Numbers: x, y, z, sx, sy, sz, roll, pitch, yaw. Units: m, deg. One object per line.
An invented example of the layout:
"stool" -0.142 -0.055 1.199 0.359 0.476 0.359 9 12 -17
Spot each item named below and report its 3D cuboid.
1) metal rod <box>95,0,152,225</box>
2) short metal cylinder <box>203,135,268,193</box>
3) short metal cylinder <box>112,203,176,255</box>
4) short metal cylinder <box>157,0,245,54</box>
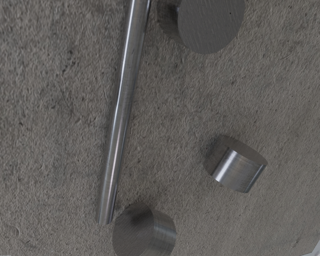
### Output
"metal rod" -0.050 -0.001 0.378 0.025 0.025 0.298 -2 119 -28
"short metal cylinder" 0.112 0.052 0.465 0.081 0.080 0.050 16 110 -35
"short metal cylinder" -0.023 0.157 0.456 0.080 0.080 0.050 -48 129 6
"short metal cylinder" 0.043 -0.126 0.336 0.081 0.050 0.079 -14 124 -21
